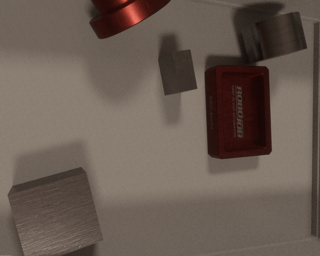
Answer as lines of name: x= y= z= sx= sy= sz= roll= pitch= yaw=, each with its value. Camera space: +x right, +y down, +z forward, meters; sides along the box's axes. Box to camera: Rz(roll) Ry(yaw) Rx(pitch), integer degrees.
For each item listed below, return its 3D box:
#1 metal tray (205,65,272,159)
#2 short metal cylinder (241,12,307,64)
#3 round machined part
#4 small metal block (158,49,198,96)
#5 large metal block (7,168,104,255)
metal tray: x=0.115 y=-0.024 z=0.451 sx=0.091 sy=0.030 sz=0.129 roll=-3 pitch=91 yaw=-20
short metal cylinder: x=0.162 y=-0.126 z=0.443 sx=0.081 sy=0.080 sz=0.050 roll=-17 pitch=96 yaw=-20
round machined part: x=-0.039 y=-0.146 z=0.354 sx=0.098 sy=0.098 sz=0.042 roll=-39 pitch=118 yaw=-16
small metal block: x=0.022 y=-0.071 z=0.406 sx=0.025 sy=0.050 sz=0.050 roll=-12 pitch=95 yaw=-20
large metal block: x=-0.118 y=0.097 z=0.354 sx=0.081 sy=0.050 sz=0.080 roll=-15 pitch=95 yaw=-20
